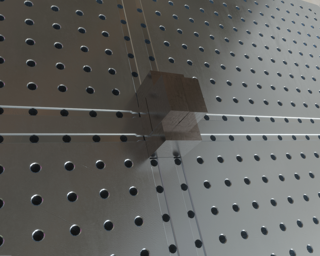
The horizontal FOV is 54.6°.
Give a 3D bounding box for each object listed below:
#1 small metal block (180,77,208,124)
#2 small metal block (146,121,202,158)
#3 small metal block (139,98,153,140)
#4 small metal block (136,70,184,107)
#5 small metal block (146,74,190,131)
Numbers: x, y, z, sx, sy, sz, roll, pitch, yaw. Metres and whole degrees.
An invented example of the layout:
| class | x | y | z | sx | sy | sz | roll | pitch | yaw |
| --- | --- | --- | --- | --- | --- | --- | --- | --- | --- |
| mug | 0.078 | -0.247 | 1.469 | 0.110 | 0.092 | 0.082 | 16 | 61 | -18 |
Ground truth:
| class | x | y | z | sx | sy | sz | roll | pitch | yaw |
| --- | --- | --- | --- | --- | --- | --- | --- | --- | --- |
| small metal block | 0.031 | -0.029 | 0.394 | 0.025 | 0.050 | 0.050 | 1 | 61 | -26 |
| small metal block | 0.016 | 0.015 | 0.390 | 0.050 | 0.050 | 0.025 | 1 | 61 | -27 |
| small metal block | 0.003 | -0.012 | 0.416 | 0.050 | 0.025 | 0.050 | 1 | 61 | -26 |
| small metal block | 0.002 | -0.051 | 0.422 | 0.050 | 0.050 | 0.025 | 2 | 61 | -27 |
| small metal block | 0.008 | -0.030 | 0.381 | 0.025 | 0.050 | 0.050 | 2 | 61 | -28 |
